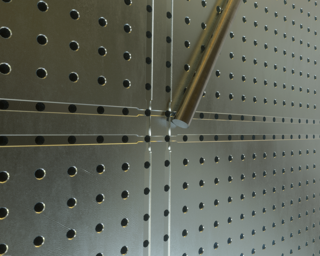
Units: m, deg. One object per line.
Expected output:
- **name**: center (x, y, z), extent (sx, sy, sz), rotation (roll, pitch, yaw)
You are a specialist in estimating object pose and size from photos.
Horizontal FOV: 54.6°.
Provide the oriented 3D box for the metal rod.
- **metal rod**: center (0.088, -0.135, 0.480), extent (0.025, 0.025, 0.300), rotation (38, 67, -34)
